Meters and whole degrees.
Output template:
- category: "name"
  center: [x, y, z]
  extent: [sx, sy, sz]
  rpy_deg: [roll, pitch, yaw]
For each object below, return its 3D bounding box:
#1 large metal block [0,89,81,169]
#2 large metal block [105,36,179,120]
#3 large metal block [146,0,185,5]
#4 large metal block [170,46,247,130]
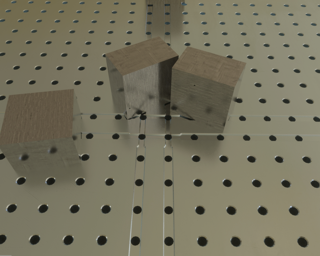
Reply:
- category: "large metal block"
  center: [-0.145, 0.000, 0.389]
  extent: [0.081, 0.050, 0.080]
  rpy_deg: [-7, 50, -6]
- category: "large metal block"
  center: [-0.023, -0.069, 0.430]
  extent: [0.081, 0.080, 0.050]
  rpy_deg: [-24, 55, -19]
- category: "large metal block"
  center: [0.009, -0.300, 0.624]
  extent: [0.081, 0.080, 0.050]
  rpy_deg: [-3, 50, -3]
- category: "large metal block"
  center: [0.062, -0.053, 0.417]
  extent: [0.080, 0.080, 0.050]
  rpy_deg: [20, 53, 16]
